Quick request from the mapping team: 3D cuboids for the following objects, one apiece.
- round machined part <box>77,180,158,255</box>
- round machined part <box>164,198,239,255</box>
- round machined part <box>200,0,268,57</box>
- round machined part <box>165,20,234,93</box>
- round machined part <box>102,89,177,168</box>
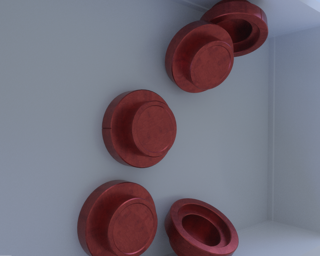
[{"bbox_3d":[-0.042,0.113,0.363,0.099,0.042,0.097,0,90,-40],"label":"round machined part"},{"bbox_3d":[0.051,0.143,0.415,0.099,0.098,0.042,3,121,-40],"label":"round machined part"},{"bbox_3d":[0.105,-0.149,0.452,0.099,0.098,0.042,22,61,-38],"label":"round machined part"},{"bbox_3d":[0.060,-0.091,0.419,0.099,0.042,0.097,-16,128,-21],"label":"round machined part"},{"bbox_3d":[-0.018,0.001,0.382,0.099,0.042,0.097,0,90,-40],"label":"round machined part"}]
